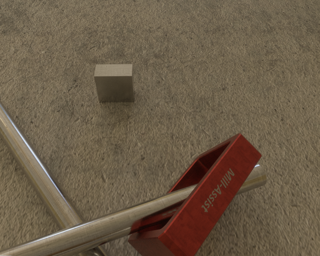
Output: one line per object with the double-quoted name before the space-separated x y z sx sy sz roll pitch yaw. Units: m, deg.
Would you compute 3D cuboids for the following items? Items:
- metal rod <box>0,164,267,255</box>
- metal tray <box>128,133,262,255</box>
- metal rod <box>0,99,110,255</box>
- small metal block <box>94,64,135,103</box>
"metal rod" -0.032 0.089 0.295 0.302 0.025 0.025 -15 52 -16
"metal tray" 0.033 0.068 0.302 0.030 0.090 0.131 46 59 -1
"metal rod" -0.138 0.055 0.355 0.025 0.025 0.300 -32 57 -24
"small metal block" -0.063 -0.063 0.439 0.050 0.050 0.025 -1 50 -1
